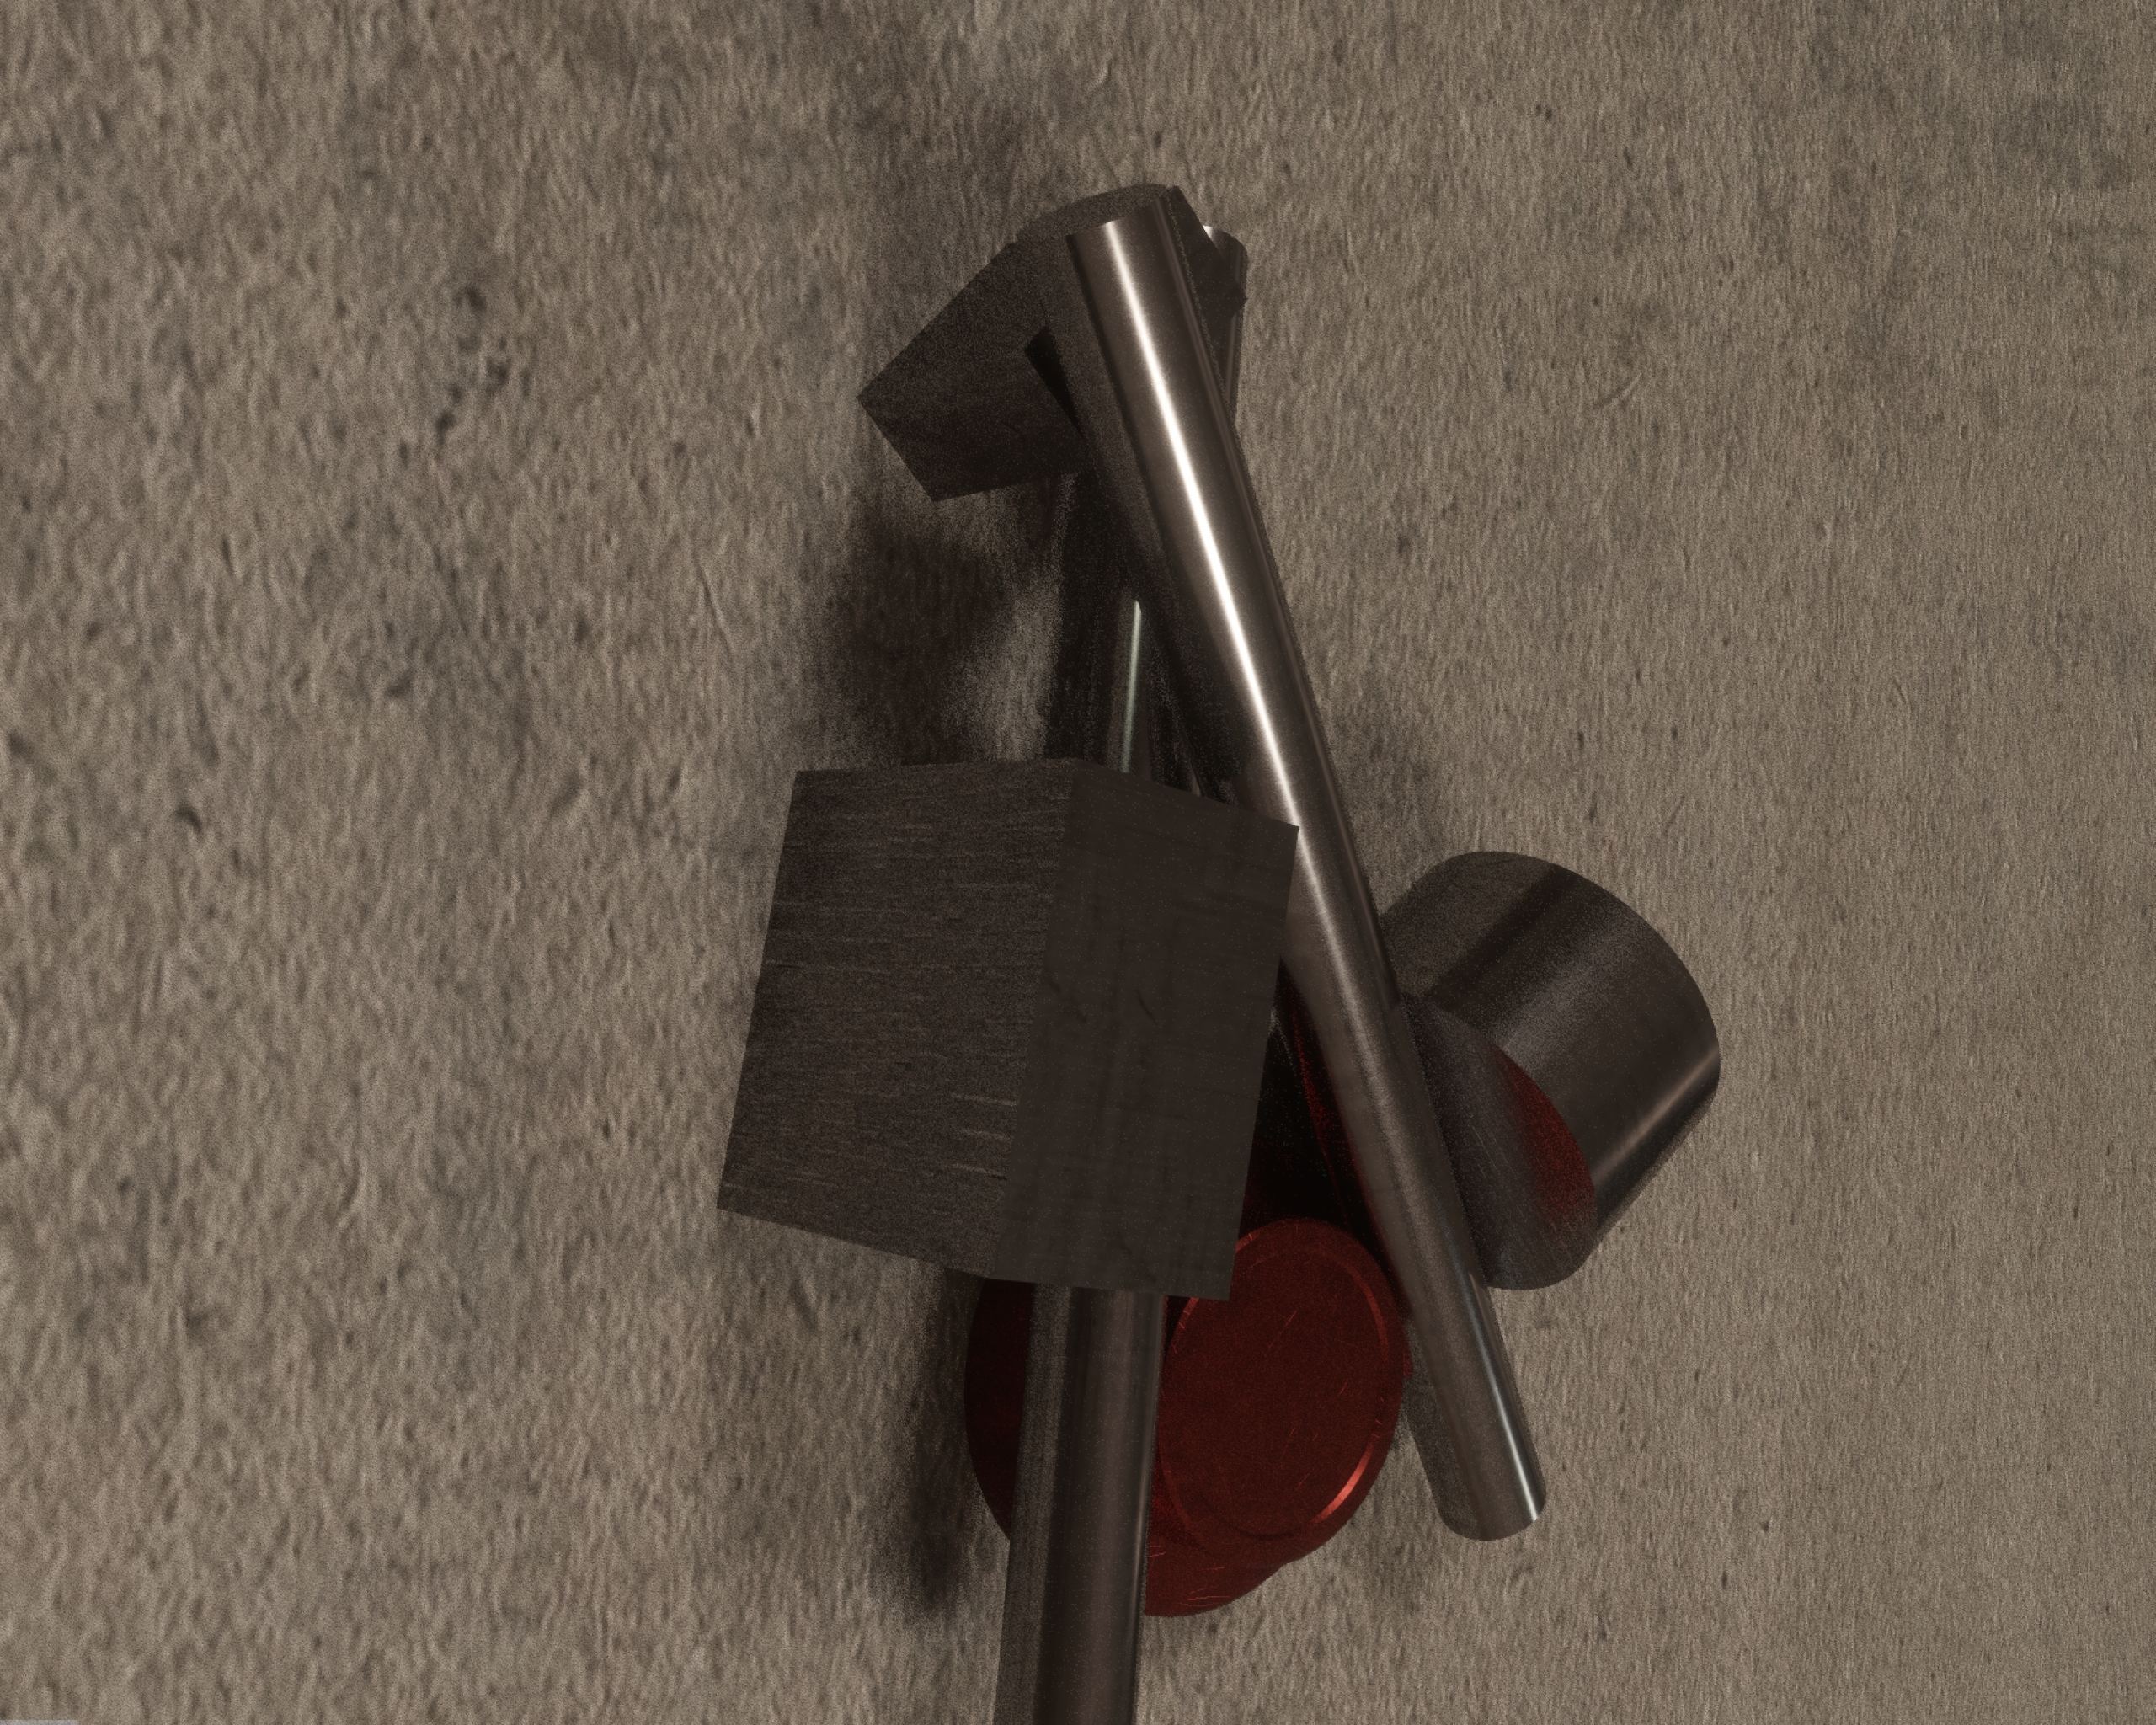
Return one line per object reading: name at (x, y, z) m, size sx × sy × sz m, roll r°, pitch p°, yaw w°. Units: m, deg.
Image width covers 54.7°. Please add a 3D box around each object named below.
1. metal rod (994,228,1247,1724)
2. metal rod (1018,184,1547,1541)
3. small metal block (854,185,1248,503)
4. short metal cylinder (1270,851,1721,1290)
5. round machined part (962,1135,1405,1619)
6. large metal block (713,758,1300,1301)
metal rod at (0.009, 0.021, 0.396) m, size 0.025 × 0.025 × 0.299 m, roll 15°, pitch 74°, yaw -39°
metal rod at (0.048, 0.020, 0.404) m, size 0.025 × 0.025 × 0.298 m, roll -40°, pitch 123°, yaw -33°
small metal block at (-0.005, -0.095, 0.387) m, size 0.050 × 0.050 × 0.025 m, roll -52°, pitch 121°, yaw -27°
short metal cylinder at (0.089, 0.044, 0.448) m, size 0.050 × 0.080 × 0.080 m, roll -40°, pitch 115°, yaw -33°
round machined part at (0.028, 0.103, 0.422) m, size 0.099 × 0.042 × 0.097 m, roll 0°, pitch 90°, yaw -40°
large metal block at (-0.014, 0.028, 0.361) m, size 0.050 × 0.080 × 0.080 m, roll 15°, pitch 80°, yaw -39°
